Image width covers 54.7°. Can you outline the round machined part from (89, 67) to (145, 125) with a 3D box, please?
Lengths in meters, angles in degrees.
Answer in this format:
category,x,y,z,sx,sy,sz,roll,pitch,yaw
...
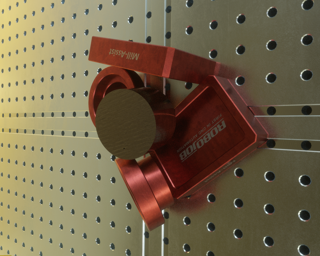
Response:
category,x,y,z,sx,sy,sz,roll,pitch,yaw
round machined part,-0.054,-0.037,0.441,0.098,0.042,0.097,0,90,39

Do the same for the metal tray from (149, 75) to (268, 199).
category,x,y,z,sx,sy,sz,roll,pitch,yaw
metal tray,0.046,0.013,0.365,0.129,0.030,0.090,-44,64,31

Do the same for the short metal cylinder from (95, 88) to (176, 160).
category,x,y,z,sx,sy,sz,roll,pitch,yaw
short metal cylinder,-0.028,-0.007,0.366,0.080,0.050,0.079,5,101,27

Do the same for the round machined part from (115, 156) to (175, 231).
category,x,y,z,sx,sy,sz,roll,pitch,yaw
round machined part,-0.016,0.074,0.387,0.098,0.042,0.098,59,168,23

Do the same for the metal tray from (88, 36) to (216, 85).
category,x,y,z,sx,sy,sz,roll,pitch,yaw
metal tray,-0.011,-0.081,0.374,0.130,0.091,0.030,20,103,38
